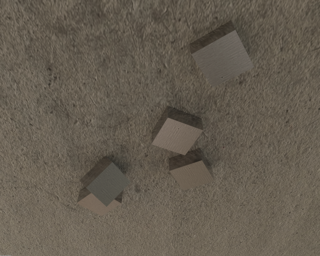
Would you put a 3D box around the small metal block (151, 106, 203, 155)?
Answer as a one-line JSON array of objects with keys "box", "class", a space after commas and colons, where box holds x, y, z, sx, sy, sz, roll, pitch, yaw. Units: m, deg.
[{"box": [0.022, 0.004, 0.411, 0.050, 0.025, 0.050, 19, 128, -16], "class": "small metal block"}]

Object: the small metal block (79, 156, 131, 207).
[{"box": [-0.080, 0.079, 0.456, 0.050, 0.025, 0.050, -45, 127, -15], "class": "small metal block"}]

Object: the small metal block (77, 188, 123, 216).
[{"box": [-0.097, 0.112, 0.501, 0.050, 0.025, 0.050, -36, 122, 26], "class": "small metal block"}]

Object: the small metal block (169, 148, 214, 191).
[{"box": [0.047, 0.062, 0.460, 0.050, 0.025, 0.050, -21, 127, 16], "class": "small metal block"}]

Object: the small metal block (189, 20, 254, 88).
[{"box": [0.068, -0.080, 0.340, 0.050, 0.025, 0.050, -26, 126, 20], "class": "small metal block"}]
